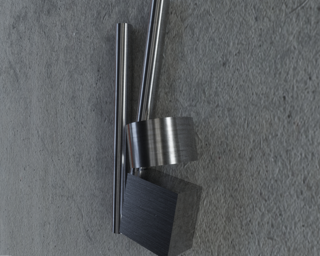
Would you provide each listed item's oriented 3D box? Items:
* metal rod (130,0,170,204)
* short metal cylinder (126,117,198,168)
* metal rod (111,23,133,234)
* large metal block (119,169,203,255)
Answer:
[{"bbox_3d":[-0.018,-0.022,0.420,0.025,0.025,0.298,12,98,39],"label":"metal rod"},{"bbox_3d":[0.002,0.018,0.367,0.080,0.081,0.050,-11,83,39],"label":"short metal cylinder"},{"bbox_3d":[-0.055,0.001,0.450,0.025,0.025,0.298,2,91,40],"label":"metal rod"},{"bbox_3d":[0.000,0.103,0.389,0.080,0.050,0.079,15,99,39],"label":"large metal block"}]
